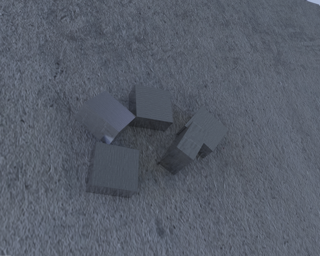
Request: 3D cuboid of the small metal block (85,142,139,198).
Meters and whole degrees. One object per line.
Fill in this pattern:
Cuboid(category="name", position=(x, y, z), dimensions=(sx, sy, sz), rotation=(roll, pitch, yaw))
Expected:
Cuboid(category="small metal block", position=(-0.052, 0.047, 0.346), dimensions=(0.050, 0.025, 0.050), rotation=(13, 56, -21))

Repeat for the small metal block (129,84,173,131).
Cuboid(category="small metal block", position=(-0.013, -0.026, 0.413), dimensions=(0.050, 0.025, 0.050), rotation=(9, 58, -24))

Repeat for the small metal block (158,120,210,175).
Cuboid(category="small metal block", position=(0.030, 0.025, 0.388), dimensions=(0.025, 0.050, 0.050), rotation=(39, 51, -3))

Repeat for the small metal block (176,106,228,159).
Cuboid(category="small metal block", position=(0.059, 0.006, 0.432), dimensions=(0.050, 0.025, 0.050), rotation=(43, 51, 1))

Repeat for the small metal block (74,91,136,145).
Cuboid(category="small metal block", position=(-0.063, -0.013, 0.366), dimensions=(0.050, 0.025, 0.050), rotation=(40, 29, -1))
